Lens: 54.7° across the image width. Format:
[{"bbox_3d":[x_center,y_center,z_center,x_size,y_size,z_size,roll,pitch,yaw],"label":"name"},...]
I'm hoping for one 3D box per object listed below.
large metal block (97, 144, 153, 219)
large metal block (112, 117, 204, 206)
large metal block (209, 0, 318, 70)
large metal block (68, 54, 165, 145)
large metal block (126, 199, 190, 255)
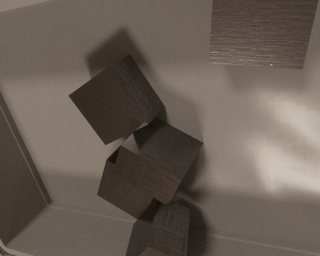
[{"bbox_3d":[-0.039,0.080,0.461,0.080,0.050,0.079,28,128,10],"label":"large metal block"},{"bbox_3d":[-0.001,0.038,0.396,0.080,0.080,0.050,29,128,9],"label":"large metal block"},{"bbox_3d":[0.089,-0.101,0.275,0.080,0.050,0.079,7,122,13],"label":"large metal block"},{"bbox_3d":[-0.055,-0.035,0.399,0.080,0.050,0.080,-25,105,36],"label":"large metal block"},{"bbox_3d":[-0.005,0.151,0.412,0.050,0.080,0.080,28,125,-10],"label":"large metal block"}]
